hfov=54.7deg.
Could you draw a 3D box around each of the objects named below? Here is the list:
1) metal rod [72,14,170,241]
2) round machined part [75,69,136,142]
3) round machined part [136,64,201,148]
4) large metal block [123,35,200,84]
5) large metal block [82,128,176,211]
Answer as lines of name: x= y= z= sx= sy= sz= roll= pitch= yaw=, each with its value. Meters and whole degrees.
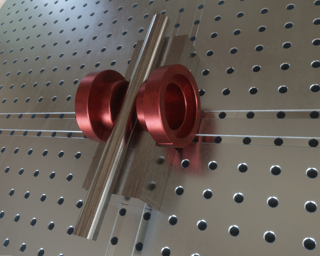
metal rod: x=-0.038 y=-0.019 z=0.376 sx=0.025 sy=0.025 sz=0.300 roll=3 pitch=63 yaw=29
round machined part: x=-0.062 y=-0.028 z=0.410 sx=0.042 sy=0.098 sz=0.098 roll=2 pitch=63 yaw=29
round machined part: x=0.008 y=-0.025 z=0.372 sx=0.042 sy=0.098 sz=0.098 roll=-1 pitch=61 yaw=33
large metal block: x=0.003 y=-0.081 z=0.440 sx=0.080 sy=0.050 sz=0.080 roll=2 pitch=63 yaw=29
large metal block: x=-0.036 y=0.049 z=0.380 sx=0.080 sy=0.050 sz=0.080 roll=3 pitch=63 yaw=29
